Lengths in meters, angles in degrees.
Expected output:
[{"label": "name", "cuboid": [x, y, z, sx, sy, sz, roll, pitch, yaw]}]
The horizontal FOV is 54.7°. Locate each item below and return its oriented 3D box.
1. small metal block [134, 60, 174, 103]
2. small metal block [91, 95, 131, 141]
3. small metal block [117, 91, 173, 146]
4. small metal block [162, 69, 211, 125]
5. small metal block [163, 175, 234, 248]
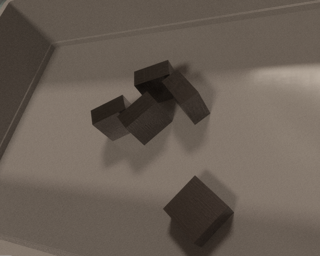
[{"label": "small metal block", "cuboid": [-0.001, -0.061, 0.426, 0.050, 0.050, 0.025, -16, 56, 19]}, {"label": "small metal block", "cuboid": [-0.059, -0.012, 0.426, 0.050, 0.050, 0.025, -25, 53, 12]}, {"label": "small metal block", "cuboid": [-0.019, -0.012, 0.405, 0.050, 0.050, 0.025, -41, 51, 0]}, {"label": "small metal block", "cuboid": [0.034, -0.039, 0.395, 0.025, 0.050, 0.050, -38, 51, 3]}, {"label": "small metal block", "cuboid": [0.041, 0.088, 0.330, 0.050, 0.025, 0.050, -46, 51, -4]}]
